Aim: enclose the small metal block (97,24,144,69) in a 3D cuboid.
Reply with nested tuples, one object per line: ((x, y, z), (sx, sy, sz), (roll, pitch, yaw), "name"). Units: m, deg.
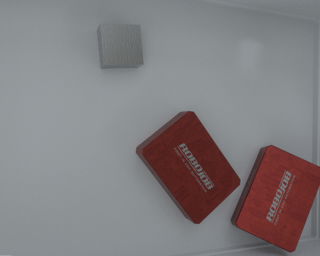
((-0.050, -0.103, 0.392), (0.050, 0.025, 0.050), (-6, 92, -20), "small metal block")

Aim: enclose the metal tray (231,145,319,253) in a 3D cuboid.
((0.173, 0.101, 0.457), (0.090, 0.030, 0.130), (25, 81, 3), "metal tray")

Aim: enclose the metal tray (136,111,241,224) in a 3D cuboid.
((0.041, 0.053, 0.424), (0.090, 0.030, 0.130), (-39, 103, -16), "metal tray")
